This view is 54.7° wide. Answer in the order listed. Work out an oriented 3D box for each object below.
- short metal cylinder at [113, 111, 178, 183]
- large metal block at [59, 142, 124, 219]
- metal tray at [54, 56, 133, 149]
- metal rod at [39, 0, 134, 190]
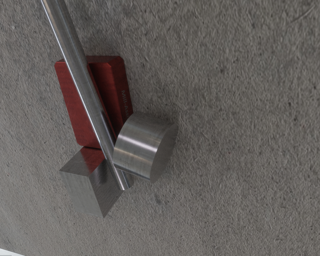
[{"bbox_3d":[-0.017,0.024,0.395,0.050,0.080,0.079,21,126,16],"label":"short metal cylinder"},{"bbox_3d":[-0.093,0.073,0.462,0.050,0.080,0.080,6,125,25],"label":"large metal block"},{"bbox_3d":[-0.086,-0.033,0.429,0.090,0.030,0.129,6,121,25],"label":"metal tray"},{"bbox_3d":[-0.090,-0.049,0.384,0.025,0.025,0.298,-3,117,30],"label":"metal rod"}]
